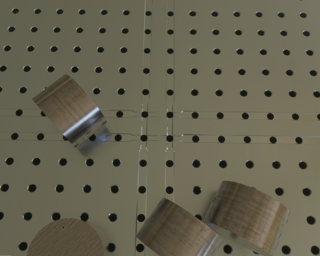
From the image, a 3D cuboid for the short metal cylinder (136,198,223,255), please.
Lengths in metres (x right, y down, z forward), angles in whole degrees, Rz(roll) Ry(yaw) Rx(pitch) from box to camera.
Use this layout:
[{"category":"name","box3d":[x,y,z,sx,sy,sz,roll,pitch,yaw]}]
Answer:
[{"category":"short metal cylinder","box3d":[0.021,0.121,0.338,0.080,0.080,0.050,34,74,11]}]

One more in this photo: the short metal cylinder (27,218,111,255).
[{"category":"short metal cylinder","box3d":[-0.099,0.143,0.345,0.081,0.050,0.080,0,70,0]}]

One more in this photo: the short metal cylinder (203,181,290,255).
[{"category":"short metal cylinder","box3d":[0.095,0.101,0.346,0.080,0.080,0.050,27,72,9]}]

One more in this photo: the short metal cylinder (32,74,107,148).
[{"category":"short metal cylinder","box3d":[-0.112,-0.021,0.389,0.050,0.080,0.080,-41,75,-13]}]
